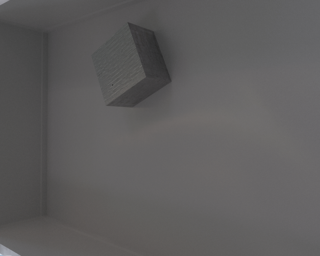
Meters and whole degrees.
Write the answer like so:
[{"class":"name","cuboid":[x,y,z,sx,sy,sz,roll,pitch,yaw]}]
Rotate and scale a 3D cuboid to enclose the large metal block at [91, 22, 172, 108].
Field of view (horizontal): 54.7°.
[{"class":"large metal block","cuboid":[-0.041,-0.082,0.425,0.080,0.050,0.080,-29,72,36]}]
